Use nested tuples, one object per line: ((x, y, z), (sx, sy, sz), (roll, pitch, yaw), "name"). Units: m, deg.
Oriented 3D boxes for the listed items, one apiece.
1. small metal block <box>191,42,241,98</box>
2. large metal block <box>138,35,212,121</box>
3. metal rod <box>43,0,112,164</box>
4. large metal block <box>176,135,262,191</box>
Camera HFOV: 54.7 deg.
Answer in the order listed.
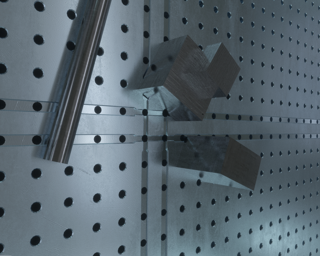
((0.075, -0.076, 0.409), (0.050, 0.025, 0.050), (44, 63, -32), "small metal block")
((0.029, -0.064, 0.420), (0.080, 0.050, 0.080), (38, 67, -34), "large metal block")
((-0.076, -0.109, 0.346), (0.025, 0.025, 0.299), (21, 77, -39), "metal rod")
((0.085, 0.050, 0.448), (0.080, 0.080, 0.050), (29, 72, -37), "large metal block")
